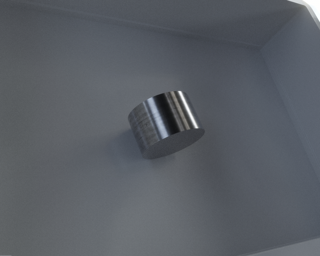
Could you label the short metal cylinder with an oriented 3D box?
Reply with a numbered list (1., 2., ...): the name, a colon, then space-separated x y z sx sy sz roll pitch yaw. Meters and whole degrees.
1. short metal cylinder: 0.007 -0.002 0.377 0.081 0.080 0.050 -10 67 -33
